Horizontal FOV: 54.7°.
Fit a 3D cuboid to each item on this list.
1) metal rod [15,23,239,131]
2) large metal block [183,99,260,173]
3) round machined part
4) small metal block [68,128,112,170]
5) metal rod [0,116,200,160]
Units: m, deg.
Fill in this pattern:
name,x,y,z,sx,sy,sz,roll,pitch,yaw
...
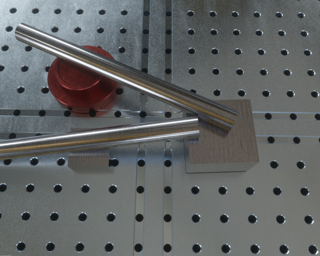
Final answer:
name,x,y,z,sx,sy,sz,roll,pitch,yaw
metal rod,-0.049,-0.068,0.385,0.301,0.025,0.025,24,72,11
large metal block,0.073,0.011,0.392,0.081,0.050,0.080,-2,70,-1
round machined part,-0.106,-0.074,0.428,0.099,0.042,0.098,0,70,-1
small metal block,-0.089,0.028,0.401,0.050,0.025,0.050,0,70,-1
metal rod,-0.104,0.016,0.375,0.301,0.025,0.025,-7,70,8
